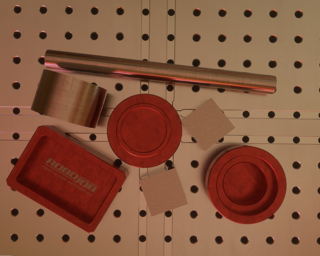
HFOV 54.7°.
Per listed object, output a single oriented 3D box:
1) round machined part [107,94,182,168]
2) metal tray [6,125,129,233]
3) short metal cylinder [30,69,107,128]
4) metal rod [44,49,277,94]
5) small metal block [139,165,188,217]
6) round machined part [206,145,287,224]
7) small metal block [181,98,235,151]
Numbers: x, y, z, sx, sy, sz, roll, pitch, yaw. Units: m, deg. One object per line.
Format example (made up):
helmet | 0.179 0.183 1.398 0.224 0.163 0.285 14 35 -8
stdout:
round machined part | -0.020 0.003 0.404 0.099 0.042 0.097 0 87 0
metal tray | -0.120 0.065 0.409 0.130 0.030 0.090 31 90 0
short metal cylinder | -0.111 -0.035 0.385 0.080 0.080 0.050 18 90 0
metal rod | 0.001 -0.075 0.413 0.302 0.025 0.025 7 90 0
small metal block | 0.005 0.083 0.413 0.050 0.025 0.050 -19 90 0
round machined part | 0.109 0.071 0.406 0.099 0.042 0.097 0 90 0
small metal block | 0.062 -0.005 0.414 0.050 0.025 0.050 -38 90 0
